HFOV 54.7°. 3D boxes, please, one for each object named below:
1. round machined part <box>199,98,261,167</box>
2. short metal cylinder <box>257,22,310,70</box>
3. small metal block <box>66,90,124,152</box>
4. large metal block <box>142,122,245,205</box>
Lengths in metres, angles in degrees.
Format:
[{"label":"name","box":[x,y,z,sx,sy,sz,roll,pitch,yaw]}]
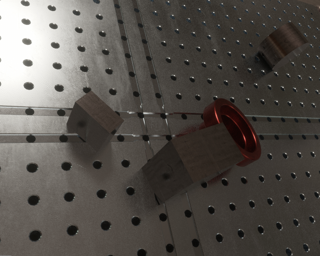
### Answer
[{"label":"round machined part","box":[0.093,0.010,0.430,0.098,0.042,0.098,32,38,-29]},{"label":"short metal cylinder","box":[0.238,-0.157,0.600,0.081,0.080,0.050,-23,75,-37]},{"label":"small metal block","box":[-0.076,-0.007,0.356,0.050,0.050,0.025,43,51,0]},{"label":"large metal block","box":[0.037,0.042,0.369,0.081,0.080,0.050,-17,71,-35]}]
